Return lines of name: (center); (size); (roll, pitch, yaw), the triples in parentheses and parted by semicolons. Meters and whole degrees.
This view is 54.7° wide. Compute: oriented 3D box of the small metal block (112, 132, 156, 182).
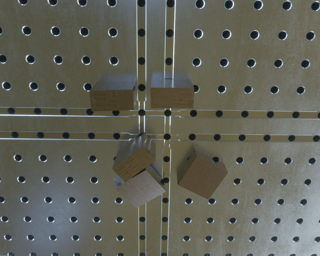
small metal block: (-0.033, 0.038, 0.414); (0.050, 0.050, 0.025); (-37, 106, 12)

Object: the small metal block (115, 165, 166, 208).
small metal block: (-0.028, 0.079, 0.436); (0.050, 0.025, 0.050); (-32, 121, 11)

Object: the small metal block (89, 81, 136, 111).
small metal block: (-0.056, -0.041, 0.384); (0.050, 0.050, 0.025); (-2, 110, 0)

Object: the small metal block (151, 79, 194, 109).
small metal block: (0.014, -0.043, 0.384); (0.050, 0.050, 0.025); (0, 110, -1)

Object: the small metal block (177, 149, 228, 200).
small metal block: (0.059, 0.066, 0.439); (0.050, 0.025, 0.050); (28, 108, -10)
